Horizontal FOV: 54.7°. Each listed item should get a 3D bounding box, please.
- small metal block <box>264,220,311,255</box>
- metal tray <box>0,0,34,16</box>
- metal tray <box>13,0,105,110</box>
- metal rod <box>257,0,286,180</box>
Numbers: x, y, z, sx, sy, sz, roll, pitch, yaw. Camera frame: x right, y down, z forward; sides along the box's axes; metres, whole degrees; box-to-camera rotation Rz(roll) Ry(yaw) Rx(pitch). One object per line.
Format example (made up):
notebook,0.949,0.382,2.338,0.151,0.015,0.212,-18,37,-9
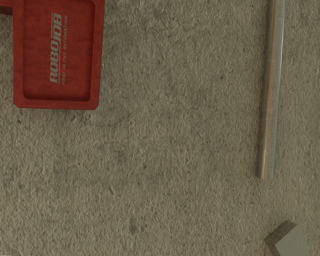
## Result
small metal block,0.200,0.183,0.485,0.050,0.025,0.050,-33,101,-17
metal tray,-0.204,-0.176,0.331,0.131,0.030,0.089,1,90,-21
metal tray,-0.113,-0.087,0.345,0.091,0.030,0.129,1,106,-22
metal rod,0.171,-0.072,0.474,0.025,0.025,0.298,5,88,-20
